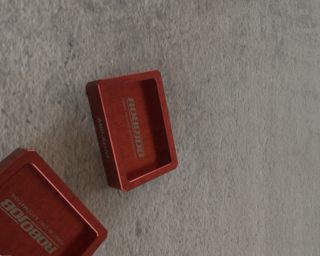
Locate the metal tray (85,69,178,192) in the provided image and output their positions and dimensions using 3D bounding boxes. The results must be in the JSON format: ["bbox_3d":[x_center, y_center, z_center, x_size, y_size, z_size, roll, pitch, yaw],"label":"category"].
[{"bbox_3d":[-0.030,0.000,0.377,0.091,0.030,0.129,-19,102,-39],"label":"metal tray"}]

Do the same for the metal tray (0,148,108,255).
[{"bbox_3d":[-0.122,0.095,0.300,0.090,0.030,0.130,-48,119,-30],"label":"metal tray"}]
